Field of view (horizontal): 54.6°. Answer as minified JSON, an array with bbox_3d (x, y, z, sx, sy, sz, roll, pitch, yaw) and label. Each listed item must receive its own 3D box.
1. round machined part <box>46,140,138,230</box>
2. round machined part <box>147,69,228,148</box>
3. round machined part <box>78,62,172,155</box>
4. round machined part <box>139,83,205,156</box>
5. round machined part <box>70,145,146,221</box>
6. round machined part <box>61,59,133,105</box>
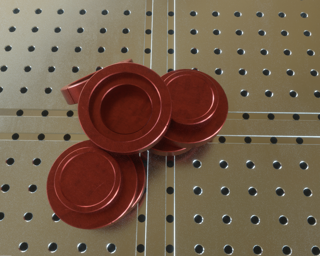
[{"bbox_3d":[-0.074,0.059,0.336,0.099,0.042,0.098,0,70,0],"label":"round machined part"},{"bbox_3d":[0.032,-0.029,0.368,0.099,0.042,0.098,0,69,0],"label":"round machined part"},{"bbox_3d":[-0.036,-0.019,0.341,0.098,0.042,0.098,-1,78,3],"label":"round machined part"},{"bbox_3d":[0.010,-0.017,0.387,0.099,0.042,0.098,0,70,0],"label":"round machined part"},{"bbox_3d":[-0.066,0.057,0.359,0.099,0.042,0.098,0,70,0],"label":"round machined part"},{"bbox_3d":[-0.073,-0.051,0.401,0.098,0.098,0.042,-26,107,-9],"label":"round machined part"}]
